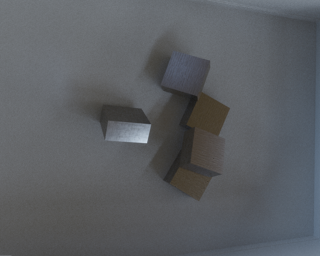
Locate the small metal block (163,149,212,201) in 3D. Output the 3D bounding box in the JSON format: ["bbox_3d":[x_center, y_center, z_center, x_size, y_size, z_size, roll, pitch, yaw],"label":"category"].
[{"bbox_3d":[0.041,0.064,0.426,0.050,0.025,0.050,34,79,-17],"label":"small metal block"}]

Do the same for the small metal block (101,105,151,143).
[{"bbox_3d":[-0.043,-0.006,0.378,0.050,0.050,0.025,5,113,-20],"label":"small metal block"}]

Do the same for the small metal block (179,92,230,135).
[{"bbox_3d":[0.062,-0.016,0.433,0.050,0.025,0.050,27,81,-18],"label":"small metal block"}]

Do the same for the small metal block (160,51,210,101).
[{"bbox_3d":[0.035,-0.069,0.411,0.050,0.025,0.050,19,83,12],"label":"small metal block"}]

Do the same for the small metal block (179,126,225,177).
[{"bbox_3d":[0.056,0.032,0.406,0.050,0.025,0.050,22,63,-24],"label":"small metal block"}]
